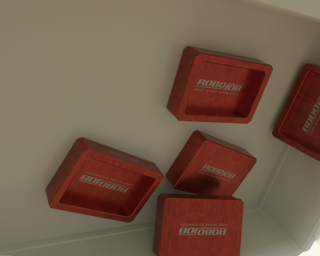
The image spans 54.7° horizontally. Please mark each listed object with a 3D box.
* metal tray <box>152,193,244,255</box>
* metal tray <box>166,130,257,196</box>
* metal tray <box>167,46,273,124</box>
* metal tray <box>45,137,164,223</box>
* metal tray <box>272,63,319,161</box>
[{"bbox_3d":[0.059,0.148,0.465,0.131,0.030,0.089,6,86,-19],"label":"metal tray"},{"bbox_3d":[0.084,0.064,0.494,0.131,0.030,0.090,21,107,-36],"label":"metal tray"},{"bbox_3d":[0.082,-0.054,0.418,0.131,0.030,0.089,2,118,-30],"label":"metal tray"},{"bbox_3d":[-0.070,0.074,0.414,0.131,0.030,0.090,25,105,-37],"label":"metal tray"},{"bbox_3d":[0.246,-0.025,0.485,0.030,0.090,0.129,-9,125,-47],"label":"metal tray"}]
